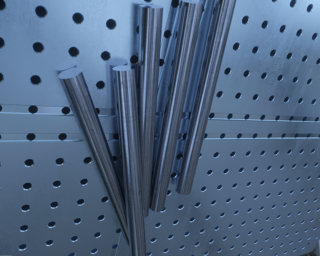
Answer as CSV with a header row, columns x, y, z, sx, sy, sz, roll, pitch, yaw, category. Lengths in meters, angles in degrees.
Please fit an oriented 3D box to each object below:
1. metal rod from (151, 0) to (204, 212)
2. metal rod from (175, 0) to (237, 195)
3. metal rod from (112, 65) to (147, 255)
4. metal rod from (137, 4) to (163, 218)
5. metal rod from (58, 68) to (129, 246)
x,y,z,sx,sy,sz,roll,pitch,yaw,category
0.015,-0.009,0.413,0.025,0.025,0.298,-6,121,-26,metal rod
0.057,-0.032,0.421,0.025,0.025,0.298,-6,121,-26,metal rod
-0.036,0.067,0.411,0.025,0.025,0.298,-13,118,-22,metal rod
-0.019,0.001,0.400,0.025,0.025,0.298,-10,123,-23,metal rod
-0.068,0.061,0.411,0.025,0.025,0.299,-23,127,-15,metal rod
